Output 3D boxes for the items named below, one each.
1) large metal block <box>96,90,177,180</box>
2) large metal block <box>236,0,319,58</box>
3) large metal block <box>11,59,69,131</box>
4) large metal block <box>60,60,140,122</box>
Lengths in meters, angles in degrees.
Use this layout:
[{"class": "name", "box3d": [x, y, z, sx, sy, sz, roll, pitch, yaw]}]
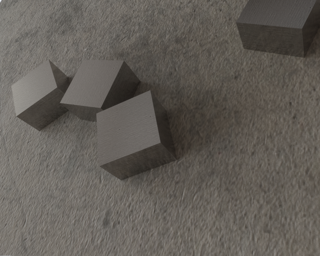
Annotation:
[{"class": "large metal block", "box3d": [-0.031, 0.010, 0.397, 0.080, 0.050, 0.080, -22, 54, 14]}, {"class": "large metal block", "box3d": [0.156, -0.142, 0.393, 0.080, 0.050, 0.080, 20, 72, 35]}, {"class": "large metal block", "box3d": [-0.196, -0.056, 0.522, 0.080, 0.050, 0.080, -34, 52, 5]}, {"class": "large metal block", "box3d": [-0.088, -0.055, 0.466, 0.080, 0.050, 0.080, 9, 66, 31]}]
